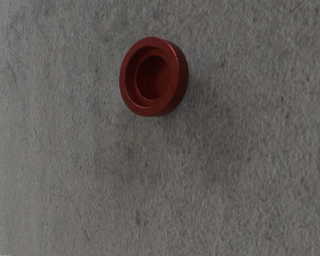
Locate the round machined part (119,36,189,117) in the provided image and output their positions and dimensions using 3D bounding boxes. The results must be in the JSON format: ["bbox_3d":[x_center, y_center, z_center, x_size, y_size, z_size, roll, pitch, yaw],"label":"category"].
[{"bbox_3d":[-0.003,-0.063,0.395,0.098,0.042,0.097,0,90,39],"label":"round machined part"}]
